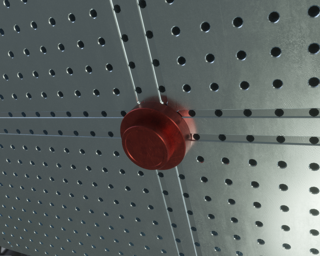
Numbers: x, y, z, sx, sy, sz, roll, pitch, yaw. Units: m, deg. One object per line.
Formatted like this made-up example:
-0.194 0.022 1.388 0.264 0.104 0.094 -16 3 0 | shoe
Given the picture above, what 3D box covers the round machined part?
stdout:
-0.012 0.018 0.418 0.098 0.042 0.097 13 124 21 | round machined part
